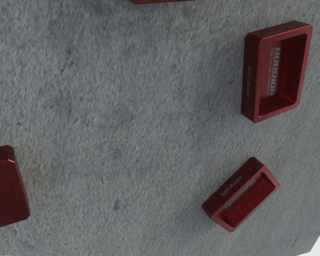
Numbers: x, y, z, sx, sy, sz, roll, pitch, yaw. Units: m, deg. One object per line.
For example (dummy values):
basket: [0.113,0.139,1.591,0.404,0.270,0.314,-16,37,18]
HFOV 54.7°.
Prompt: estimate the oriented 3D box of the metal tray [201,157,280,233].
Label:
metal tray: [0.149,0.124,0.564,0.130,0.030,0.090,-45,130,3]

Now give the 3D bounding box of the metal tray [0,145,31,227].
metal tray: [-0.218,0.076,0.332,0.131,0.030,0.089,-13,124,-22]

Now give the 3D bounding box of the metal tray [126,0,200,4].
metal tray: [0.008,-0.190,0.291,0.091,0.030,0.129,-13,124,-22]

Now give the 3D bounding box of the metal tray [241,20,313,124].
metal tray: [0.165,-0.079,0.447,0.091,0.030,0.129,-19,126,-17]
